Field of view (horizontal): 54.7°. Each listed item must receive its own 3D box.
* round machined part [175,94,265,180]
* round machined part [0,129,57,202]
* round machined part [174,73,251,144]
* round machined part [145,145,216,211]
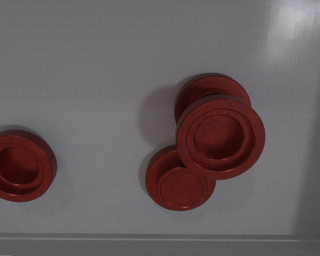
[{"bbox_3d":[0.067,0.008,0.361,0.099,0.042,0.097,0,110,0],"label":"round machined part"},{"bbox_3d":[-0.188,0.047,0.418,0.099,0.042,0.097,0,110,0],"label":"round machined part"},{"bbox_3d":[0.068,-0.018,0.396,0.099,0.042,0.097,0,110,0],"label":"round machined part"},{"bbox_3d":[0.029,0.075,0.430,0.099,0.042,0.097,0,110,0],"label":"round machined part"}]
